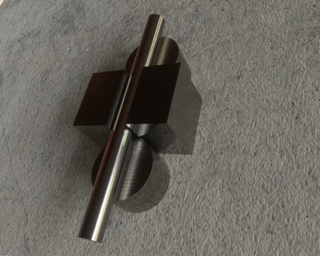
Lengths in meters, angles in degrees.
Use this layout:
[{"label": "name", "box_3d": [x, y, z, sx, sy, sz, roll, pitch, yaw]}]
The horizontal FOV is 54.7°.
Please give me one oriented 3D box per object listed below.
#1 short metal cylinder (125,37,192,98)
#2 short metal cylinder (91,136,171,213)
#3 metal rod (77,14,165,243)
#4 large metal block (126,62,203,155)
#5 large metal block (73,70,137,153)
[{"label": "short metal cylinder", "box_3d": [-0.001, -0.082, 0.440, 0.080, 0.050, 0.080, -13, 56, 20]}, {"label": "short metal cylinder", "box_3d": [-0.034, 0.056, 0.373, 0.080, 0.050, 0.080, -13, 56, 20]}, {"label": "metal rod", "box_3d": [-0.037, -0.020, 0.372, 0.025, 0.025, 0.300, 0, 61, 28]}, {"label": "large metal block", "box_3d": [0.010, -0.021, 0.377, 0.050, 0.080, 0.080, -1, 61, 28]}, {"label": "large metal block", "box_3d": [-0.058, -0.019, 0.412, 0.050, 0.080, 0.080, -1, 61, 28]}]
